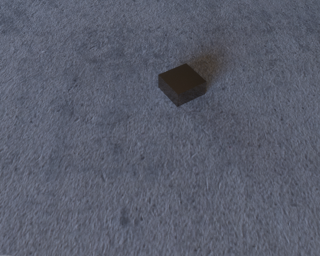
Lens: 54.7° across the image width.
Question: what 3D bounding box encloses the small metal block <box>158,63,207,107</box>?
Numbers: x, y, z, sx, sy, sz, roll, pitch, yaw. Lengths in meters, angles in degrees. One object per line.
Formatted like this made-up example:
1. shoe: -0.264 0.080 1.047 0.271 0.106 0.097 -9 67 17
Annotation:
1. small metal block: 0.032 -0.064 0.458 0.050 0.025 0.050 -26 55 -21
